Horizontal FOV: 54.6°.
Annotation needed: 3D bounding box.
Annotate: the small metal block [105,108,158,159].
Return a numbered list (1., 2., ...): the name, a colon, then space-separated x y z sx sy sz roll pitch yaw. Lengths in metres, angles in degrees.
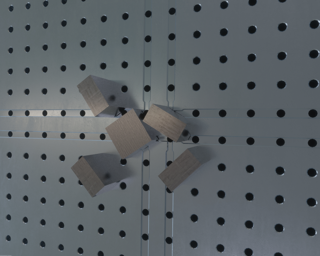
1. small metal block: -0.039 0.008 0.427 0.050 0.025 0.050 -34 79 17

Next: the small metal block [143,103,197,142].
1. small metal block: 0.014 -0.006 0.395 0.050 0.050 0.025 32 101 17

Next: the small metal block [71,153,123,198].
1. small metal block: -0.087 0.064 0.431 0.025 0.050 0.050 -43 77 15

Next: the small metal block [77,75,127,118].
1. small metal block: -0.079 -0.042 0.428 0.025 0.050 0.050 -35 79 17

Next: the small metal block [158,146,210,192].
1. small metal block: 0.031 0.050 0.389 0.050 0.050 0.025 -45 76 14
